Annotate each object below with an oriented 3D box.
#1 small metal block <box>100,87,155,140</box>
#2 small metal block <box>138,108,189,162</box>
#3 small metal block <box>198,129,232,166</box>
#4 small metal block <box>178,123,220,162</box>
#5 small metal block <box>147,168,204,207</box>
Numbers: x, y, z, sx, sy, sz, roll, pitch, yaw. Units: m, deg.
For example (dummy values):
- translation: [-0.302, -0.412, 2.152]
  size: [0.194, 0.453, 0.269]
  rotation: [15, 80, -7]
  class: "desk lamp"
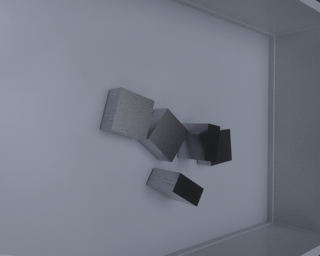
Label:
- translation: [-0.038, -0.016, 0.373]
  size: [0.050, 0.025, 0.050]
  rotation: [20, 78, -39]
  class: "small metal block"
- translation: [0.005, 0.009, 0.409]
  size: [0.050, 0.025, 0.050]
  rotation: [46, 62, -30]
  class: "small metal block"
- translation: [0.084, 0.028, 0.477]
  size: [0.050, 0.025, 0.050]
  rotation: [-7, 95, -40]
  class: "small metal block"
- translation: [0.055, 0.020, 0.436]
  size: [0.025, 0.050, 0.050]
  rotation: [13, 82, -40]
  class: "small metal block"
- translation: [0.020, 0.077, 0.406]
  size: [0.050, 0.050, 0.025]
  rotation: [38, 68, -35]
  class: "small metal block"
